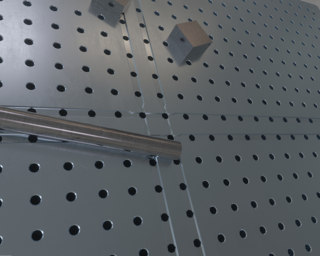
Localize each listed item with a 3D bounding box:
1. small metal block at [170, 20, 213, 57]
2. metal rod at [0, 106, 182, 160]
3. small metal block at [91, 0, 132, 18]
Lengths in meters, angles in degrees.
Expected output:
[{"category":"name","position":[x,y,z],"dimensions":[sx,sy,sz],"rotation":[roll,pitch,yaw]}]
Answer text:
[{"category":"small metal block","position":[0.054,-0.154,0.531],"dimensions":[0.050,0.025,0.050],"rotation":[-25,76,-37]},{"category":"metal rod","position":[-0.115,0.001,0.345],"dimensions":[0.302,0.025,0.025],"rotation":[12,57,-22]},{"category":"small metal block","position":[-0.074,-0.212,0.498],"dimensions":[0.050,0.025,0.050],"rotation":[30,52,-10]}]
